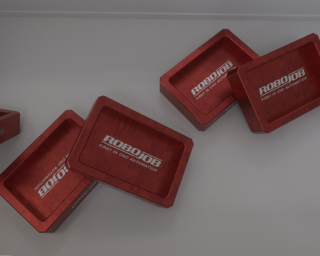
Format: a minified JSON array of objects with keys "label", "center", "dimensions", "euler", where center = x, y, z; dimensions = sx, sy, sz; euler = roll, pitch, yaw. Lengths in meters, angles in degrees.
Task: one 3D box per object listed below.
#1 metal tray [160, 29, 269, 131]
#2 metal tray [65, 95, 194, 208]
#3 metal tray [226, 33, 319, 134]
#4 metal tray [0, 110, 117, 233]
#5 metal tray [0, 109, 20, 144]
[{"label":"metal tray","center":[0.075,-0.069,0.432],"dimensions":[0.130,0.030,0.090],"euler":[-40,75,-13]},{"label":"metal tray","center":[-0.033,0.030,0.369],"dimensions":[0.131,0.030,0.090],"euler":[26,70,-16]},{"label":"metal tray","center":[0.164,-0.058,0.406],"dimensions":[0.131,0.030,0.090],"euler":[-26,94,-15]},{"label":"metal tray","center":[-0.125,0.052,0.386],"dimensions":[0.090,0.030,0.130],"euler":[38,74,12]},{"label":"metal tray","center":[-0.236,0.003,0.354],"dimensions":[0.090,0.130,0.030],"euler":[9,106,3]}]
